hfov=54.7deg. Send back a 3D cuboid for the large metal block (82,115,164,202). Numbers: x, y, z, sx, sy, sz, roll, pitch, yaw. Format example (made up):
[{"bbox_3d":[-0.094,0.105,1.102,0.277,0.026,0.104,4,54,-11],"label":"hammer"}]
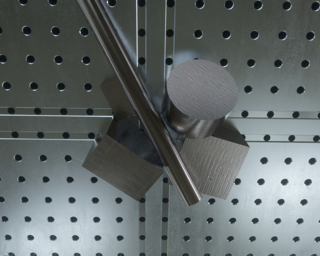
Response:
[{"bbox_3d":[-0.043,0.034,0.396,0.080,0.080,0.050,35,106,-13],"label":"large metal block"}]

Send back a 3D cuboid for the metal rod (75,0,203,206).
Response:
[{"bbox_3d":[-0.028,-0.042,0.365,0.025,0.025,0.299,-27,97,9],"label":"metal rod"}]

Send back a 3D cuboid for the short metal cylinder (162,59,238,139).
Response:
[{"bbox_3d":[0.045,-0.033,0.365,0.081,0.080,0.050,8,153,-4],"label":"short metal cylinder"}]

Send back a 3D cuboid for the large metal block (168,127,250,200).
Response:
[{"bbox_3d":[0.061,0.040,0.415,0.080,0.050,0.079,16,109,-7],"label":"large metal block"}]

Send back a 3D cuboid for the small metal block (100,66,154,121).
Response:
[{"bbox_3d":[-0.041,-0.044,0.397,0.050,0.025,0.050,-23,109,8],"label":"small metal block"}]
